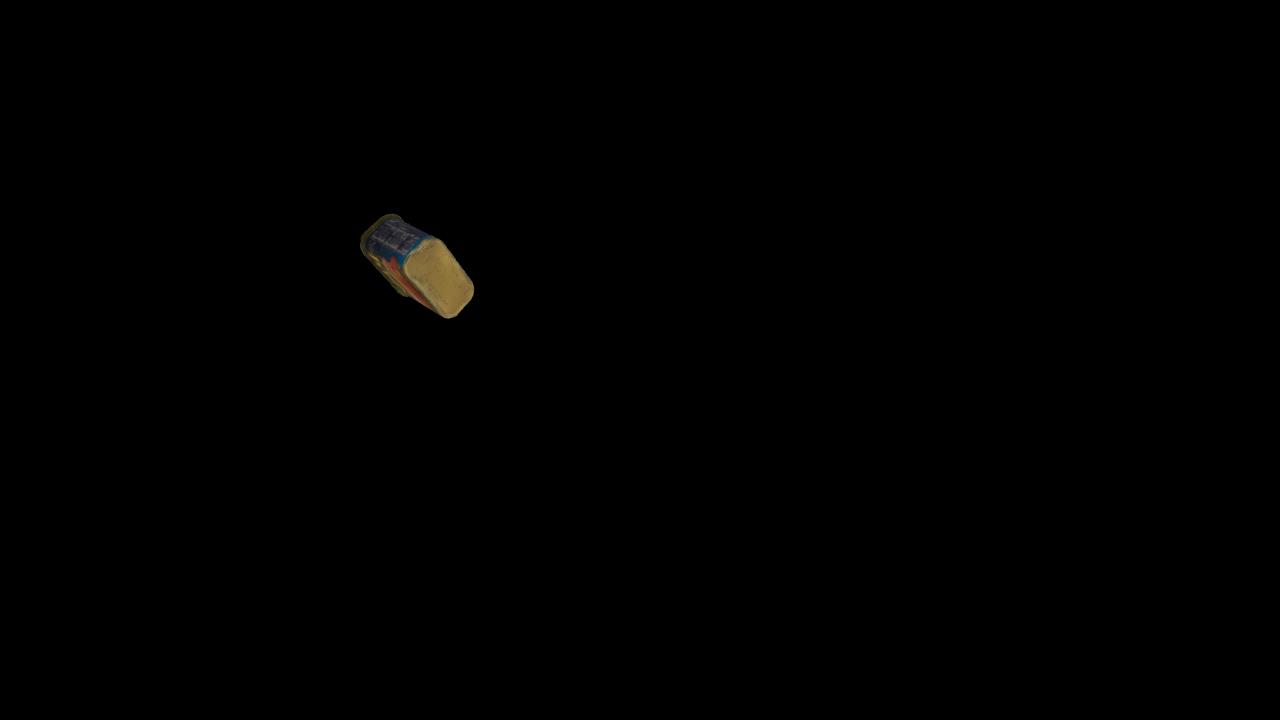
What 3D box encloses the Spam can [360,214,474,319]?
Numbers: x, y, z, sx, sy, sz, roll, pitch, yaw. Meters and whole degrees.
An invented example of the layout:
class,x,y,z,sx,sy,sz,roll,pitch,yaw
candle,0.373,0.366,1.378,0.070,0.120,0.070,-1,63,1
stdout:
class,x,y,z,sx,sy,sz,roll,pitch,yaw
Spam can,-0.240,-0.101,0.674,0.085,0.058,0.101,27,-21,31
